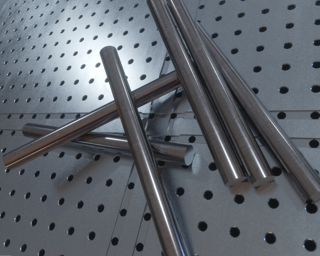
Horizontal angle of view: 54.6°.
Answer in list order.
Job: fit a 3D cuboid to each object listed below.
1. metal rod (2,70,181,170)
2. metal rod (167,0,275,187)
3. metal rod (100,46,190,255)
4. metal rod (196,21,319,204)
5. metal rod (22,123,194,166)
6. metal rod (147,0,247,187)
[{"bbox_3d":[-0.080,-0.018,0.436,0.301,0.025,0.025,-26,52,1],"label":"metal rod"},{"bbox_3d":[0.064,-0.068,0.394,0.025,0.025,0.299,-26,59,12],"label":"metal rod"},{"bbox_3d":[-0.027,0.016,0.379,0.025,0.025,0.299,-27,63,12],"label":"metal rod"},{"bbox_3d":[0.100,-0.044,0.383,0.025,0.025,0.300,-31,52,9],"label":"metal rod"},{"bbox_3d":[-0.093,0.018,0.447,0.300,0.025,0.025,6,65,31],"label":"metal rod"},{"bbox_3d":[0.036,-0.068,0.400,0.025,0.025,0.299,-26,62,12],"label":"metal rod"}]
